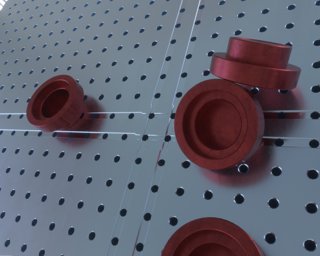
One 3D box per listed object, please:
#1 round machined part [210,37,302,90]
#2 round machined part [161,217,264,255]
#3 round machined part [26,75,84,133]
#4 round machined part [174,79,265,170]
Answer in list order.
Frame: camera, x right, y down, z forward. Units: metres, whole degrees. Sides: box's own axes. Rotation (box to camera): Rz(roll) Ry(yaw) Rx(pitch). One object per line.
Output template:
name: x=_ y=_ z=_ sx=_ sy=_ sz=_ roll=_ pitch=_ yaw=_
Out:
round machined part: x=0.109 y=-0.077 z=0.350 sx=0.098 sy=0.099 sz=0.042 roll=25 pitch=116 yaw=37
round machined part: x=0.051 y=0.137 z=0.287 sx=0.098 sy=0.042 sz=0.098 roll=-13 pitch=56 yaw=21
round machined part: x=-0.165 y=-0.035 z=0.507 sx=0.098 sy=0.042 sz=0.098 roll=-13 pitch=56 yaw=21
round machined part: x=0.068 y=-0.004 z=0.348 sx=0.098 sy=0.042 sz=0.097 roll=-1 pitch=88 yaw=35
